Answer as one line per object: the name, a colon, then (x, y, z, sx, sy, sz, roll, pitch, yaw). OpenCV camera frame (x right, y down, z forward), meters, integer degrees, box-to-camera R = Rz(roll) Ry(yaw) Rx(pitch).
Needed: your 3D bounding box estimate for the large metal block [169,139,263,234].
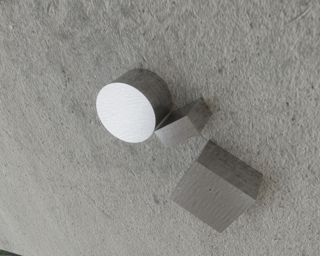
large metal block: (0.071, 0.076, 0.399, 0.080, 0.050, 0.079, 34, 129, 5)

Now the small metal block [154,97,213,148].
small metal block: (0.029, -0.007, 0.371, 0.050, 0.050, 0.025, -27, 104, 37)

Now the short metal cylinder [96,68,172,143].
short metal cylinder: (-0.031, -0.028, 0.388, 0.080, 0.050, 0.079, 13, 124, 20)
